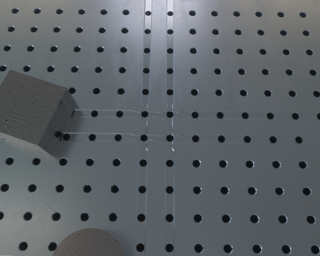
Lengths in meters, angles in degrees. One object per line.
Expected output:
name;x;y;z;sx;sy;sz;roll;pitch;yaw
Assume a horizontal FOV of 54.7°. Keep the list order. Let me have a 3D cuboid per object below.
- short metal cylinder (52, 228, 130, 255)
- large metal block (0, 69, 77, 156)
short metal cylinder;-0.074;0.153;0.342;0.081;0.050;0.080;0;70;0
large metal block;-0.168;-0.019;0.404;0.080;0.050;0.080;18;71;6
